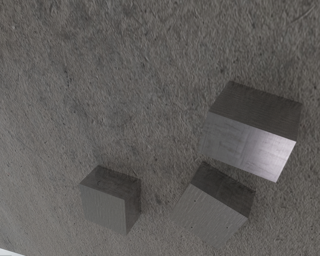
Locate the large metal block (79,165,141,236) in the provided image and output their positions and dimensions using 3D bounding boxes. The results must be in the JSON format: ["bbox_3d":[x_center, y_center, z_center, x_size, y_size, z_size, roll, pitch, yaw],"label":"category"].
[{"bbox_3d":[-0.079,0.117,0.505,0.080,0.050,0.079,15,125,20],"label":"large metal block"}]

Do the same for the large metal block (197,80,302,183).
[{"bbox_3d":[0.094,-0.001,0.321,0.080,0.080,0.050,21,126,16],"label":"large metal block"}]

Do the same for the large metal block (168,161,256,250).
[{"bbox_3d":[0.069,0.105,0.419,0.080,0.050,0.079,31,128,8],"label":"large metal block"}]
